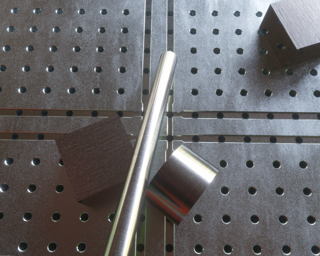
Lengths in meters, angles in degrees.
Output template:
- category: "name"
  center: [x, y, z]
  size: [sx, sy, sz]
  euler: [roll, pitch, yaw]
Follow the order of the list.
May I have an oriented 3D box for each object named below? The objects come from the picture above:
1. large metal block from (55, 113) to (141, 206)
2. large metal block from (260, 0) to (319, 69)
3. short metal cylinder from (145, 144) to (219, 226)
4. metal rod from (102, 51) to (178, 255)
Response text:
- category: "large metal block"
  center: [-0.071, 0.040, 0.383]
  size: [0.080, 0.050, 0.080]
  euler: [-23, 72, -8]
- category: "large metal block"
  center: [0.207, -0.144, 0.452]
  size: [0.080, 0.050, 0.080]
  euler: [-18, 71, -7]
- category: "short metal cylinder"
  center: [0.024, 0.065, 0.359]
  size: [0.050, 0.080, 0.080]
  euler: [37, 74, 12]
- category: "metal rod"
  center: [-0.015, 0.015, 0.360]
  size: [0.025, 0.025, 0.300]
  euler: [11, 53, 4]
